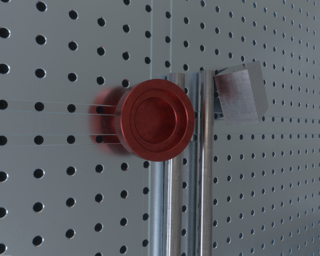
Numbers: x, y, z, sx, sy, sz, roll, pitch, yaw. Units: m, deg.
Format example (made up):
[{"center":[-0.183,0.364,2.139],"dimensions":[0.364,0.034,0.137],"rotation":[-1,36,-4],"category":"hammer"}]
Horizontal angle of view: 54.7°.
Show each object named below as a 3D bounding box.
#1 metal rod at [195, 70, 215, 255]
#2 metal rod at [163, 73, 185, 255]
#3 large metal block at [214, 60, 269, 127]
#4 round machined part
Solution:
[{"center":[0.068,0.064,0.465],"dimensions":[0.025,0.025,0.298],"rotation":[2,89,-40],"category":"metal rod"},{"center":[0.019,0.075,0.424],"dimensions":[0.025,0.025,0.298],"rotation":[2,89,-40],"category":"metal rod"},{"center":[0.131,-0.055,0.487],"dimensions":[0.080,0.050,0.080],"rotation":[-36,114,-55],"category":"large metal block"},{"center":[-0.009,-0.009,0.382],"dimensions":[0.099,0.042,0.097],"rotation":[0,90,-28],"category":"round machined part"}]
